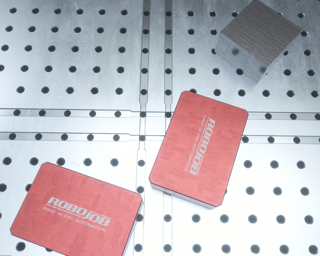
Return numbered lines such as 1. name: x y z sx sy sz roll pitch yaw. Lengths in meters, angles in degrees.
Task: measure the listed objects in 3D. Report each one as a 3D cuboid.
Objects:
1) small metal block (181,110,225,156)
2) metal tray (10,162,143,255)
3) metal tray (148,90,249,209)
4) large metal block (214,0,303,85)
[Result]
1. small metal block: 0.056 0.010 0.409 0.050 0.025 0.050 20 71 7
2. metal tray: -0.095 0.104 0.370 0.131 0.030 0.090 18 71 6
3. metal tray: 0.050 0.025 0.393 0.090 0.030 0.130 19 71 6
4. large metal block: 0.139 -0.124 0.446 0.080 0.050 0.080 41 75 13
